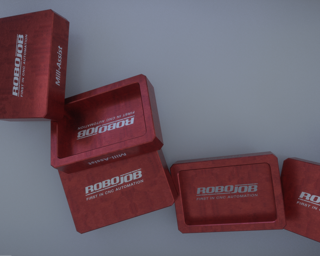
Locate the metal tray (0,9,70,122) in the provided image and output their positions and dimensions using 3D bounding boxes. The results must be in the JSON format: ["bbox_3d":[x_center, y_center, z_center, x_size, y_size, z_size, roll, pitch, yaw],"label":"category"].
[{"bbox_3d":[-0.162,-0.074,0.385,0.090,0.030,0.129,0,84,22],"label":"metal tray"}]

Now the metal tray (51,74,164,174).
[{"bbox_3d":[-0.068,-0.004,0.376,0.130,0.030,0.090,-16,64,12],"label":"metal tray"}]

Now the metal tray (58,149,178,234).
[{"bbox_3d":[-0.054,0.070,0.392,0.130,0.030,0.090,-20,84,10],"label":"metal tray"}]

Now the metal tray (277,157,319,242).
[{"bbox_3d":[0.210,0.093,0.370,0.130,0.030,0.089,13,95,38],"label":"metal tray"}]

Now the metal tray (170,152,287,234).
[{"bbox_3d":[0.084,0.082,0.392,0.130,0.030,0.089,-8,90,15],"label":"metal tray"}]
